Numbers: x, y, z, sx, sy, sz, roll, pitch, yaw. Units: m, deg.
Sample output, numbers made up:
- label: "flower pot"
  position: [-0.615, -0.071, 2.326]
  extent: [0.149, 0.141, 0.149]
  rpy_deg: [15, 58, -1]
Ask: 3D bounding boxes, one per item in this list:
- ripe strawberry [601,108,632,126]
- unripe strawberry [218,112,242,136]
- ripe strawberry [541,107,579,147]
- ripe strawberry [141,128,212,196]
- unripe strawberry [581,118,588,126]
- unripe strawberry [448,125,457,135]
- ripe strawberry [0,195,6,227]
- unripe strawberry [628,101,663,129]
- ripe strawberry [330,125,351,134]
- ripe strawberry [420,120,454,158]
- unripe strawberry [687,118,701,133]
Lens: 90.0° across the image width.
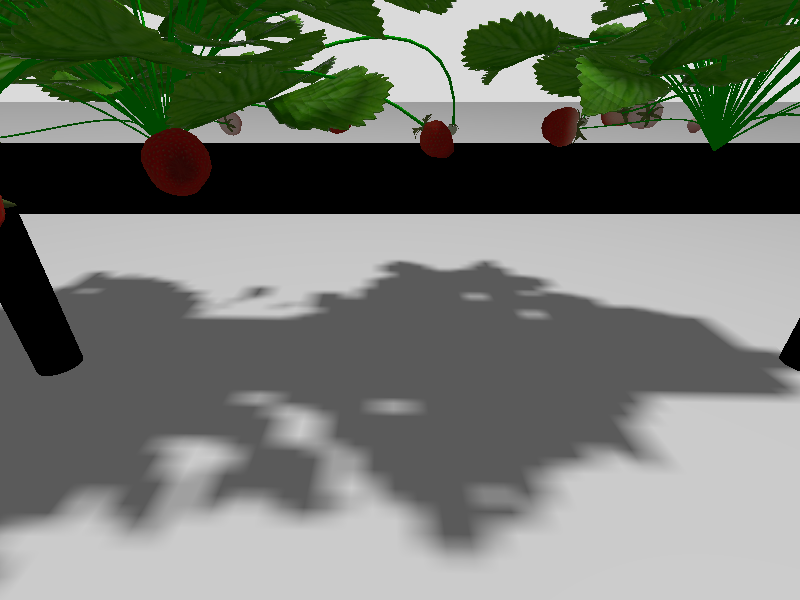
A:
- label: "ripe strawberry"
  position: [0.288, -0.249, 0.530]
  extent: [0.042, 0.036, 0.042]
  rpy_deg: [3, 27, 6]
- label: "unripe strawberry"
  position: [-0.188, -0.198, 0.447]
  extent: [0.024, 0.025, 0.026]
  rpy_deg: [0, 27, 1]
- label: "ripe strawberry"
  position: [0.139, -0.151, 0.348]
  extent: [0.030, 0.032, 0.028]
  rpy_deg: [6, 28, 12]
- label: "ripe strawberry"
  position: [-0.102, -0.063, 0.185]
  extent: [0.029, 0.030, 0.031]
  rpy_deg: [-15, 32, -26]
- label: "unripe strawberry"
  position: [0.230, -0.223, 0.502]
  extent: [0.009, 0.010, 0.010]
  rpy_deg: [-4, 28, -8]
- label: "unripe strawberry"
  position: [0.056, -0.182, 0.428]
  extent: [0.010, 0.010, 0.011]
  rpy_deg: [-12, 30, -22]
- label: "ripe strawberry"
  position: [-0.131, -0.023, 0.106]
  extent: [0.033, 0.035, 0.035]
  rpy_deg: [-6, 36, -12]
- label: "unripe strawberry"
  position: [0.304, -0.231, 0.500]
  extent: [0.038, 0.032, 0.038]
  rpy_deg: [6, 22, 11]
- label: "ripe strawberry"
  position: [-0.067, -0.209, 0.451]
  extent: [0.034, 0.039, 0.037]
  rpy_deg: [21, 34, 35]
- label: "ripe strawberry"
  position: [0.027, -0.115, 0.288]
  extent: [0.023, 0.027, 0.027]
  rpy_deg: [-44, 11, 27]
- label: "unripe strawberry"
  position: [0.337, -0.199, 0.457]
  extent: [0.016, 0.016, 0.014]
  rpy_deg: [14, 31, 24]
